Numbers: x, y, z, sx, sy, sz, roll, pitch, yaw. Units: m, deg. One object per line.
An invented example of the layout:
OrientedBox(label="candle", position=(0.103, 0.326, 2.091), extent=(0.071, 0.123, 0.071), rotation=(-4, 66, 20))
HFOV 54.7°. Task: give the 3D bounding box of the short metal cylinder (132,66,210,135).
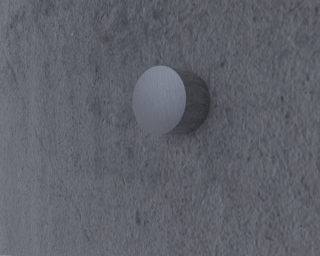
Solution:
OrientedBox(label="short metal cylinder", position=(0.013, -0.032, 0.376), extent=(0.080, 0.050, 0.079), rotation=(0, 90, 39))
